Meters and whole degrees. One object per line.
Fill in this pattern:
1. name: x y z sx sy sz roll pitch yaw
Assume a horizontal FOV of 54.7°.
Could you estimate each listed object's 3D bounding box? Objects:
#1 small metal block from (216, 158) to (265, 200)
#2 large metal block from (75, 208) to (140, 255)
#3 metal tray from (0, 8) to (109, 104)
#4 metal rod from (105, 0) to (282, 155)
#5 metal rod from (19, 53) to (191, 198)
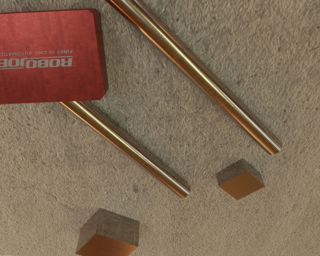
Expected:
1. small metal block: 0.124 0.080 0.477 0.050 0.025 0.050 -36 122 26
2. large metal block: -0.093 0.197 0.557 0.080 0.050 0.080 27 125 -22
3. metal tray: -0.125 -0.073 0.321 0.131 0.030 0.089 -2 111 1
4. metal rod: 0.054 -0.054 0.361 0.025 0.025 0.301 -37 122 26
5. metal rod: -0.056 0.013 0.417 0.025 0.025 0.300 -32 124 24
